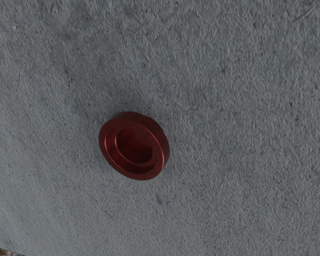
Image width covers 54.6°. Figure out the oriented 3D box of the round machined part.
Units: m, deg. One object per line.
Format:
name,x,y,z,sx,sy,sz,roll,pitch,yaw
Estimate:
round machined part,-0.031,0.020,0.425,0.098,0.042,0.097,13,124,21
